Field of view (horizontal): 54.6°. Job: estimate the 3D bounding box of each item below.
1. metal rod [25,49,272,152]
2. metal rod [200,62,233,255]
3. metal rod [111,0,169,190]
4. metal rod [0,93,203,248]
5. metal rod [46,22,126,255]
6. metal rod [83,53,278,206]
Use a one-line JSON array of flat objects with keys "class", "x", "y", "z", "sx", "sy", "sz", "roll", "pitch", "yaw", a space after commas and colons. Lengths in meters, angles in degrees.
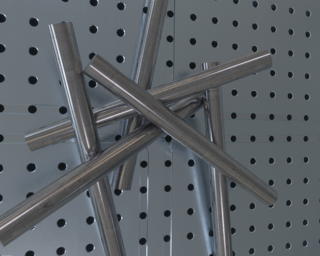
[{"class": "metal rod", "x": -0.009, "y": -0.035, "z": 0.371, "sx": 0.301, "sy": 0.025, "sz": 0.025, "roll": -20, "pitch": 97, "yaw": -5}, {"class": "metal rod", "x": 0.079, "y": 0.062, "z": 0.424, "sx": 0.025, "sy": 0.025, "sz": 0.298, "roll": -9, "pitch": 100, "yaw": -20}, {"class": "metal rod", "x": -0.021, "y": -0.070, "z": 0.404, "sx": 0.025, "sy": 0.025, "sz": 0.299, "roll": 13, "pitch": 86, "yaw": -20}, {"class": "metal rod", "x": -0.037, "y": 0.022, "z": 0.350, "sx": 0.302, "sy": 0.025, "sz": 0.025, "roll": -34, "pitch": 102, "yaw": -35}, {"class": "metal rod", "x": -0.076, "y": 0.038, "z": 0.351, "sx": 0.025, "sy": 0.025, "sz": 0.298, "roll": -16, "pitch": 108, "yaw": -19}, {"class": "metal rod", "x": 0.041, "y": 0.015, "z": 0.374, "sx": 0.301, "sy": 0.025, "sz": 0.025, "roll": 36, "pitch": 79, "yaw": -23}]
